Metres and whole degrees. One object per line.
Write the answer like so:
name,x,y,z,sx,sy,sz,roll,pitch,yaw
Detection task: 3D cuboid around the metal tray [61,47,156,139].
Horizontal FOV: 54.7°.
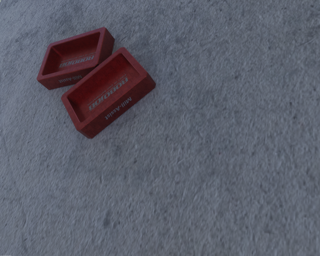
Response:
metal tray,-0.082,-0.056,0.475,0.130,0.030,0.090,-39,51,1

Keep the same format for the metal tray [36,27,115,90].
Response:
metal tray,-0.150,-0.123,0.551,0.130,0.030,0.090,-8,58,23
